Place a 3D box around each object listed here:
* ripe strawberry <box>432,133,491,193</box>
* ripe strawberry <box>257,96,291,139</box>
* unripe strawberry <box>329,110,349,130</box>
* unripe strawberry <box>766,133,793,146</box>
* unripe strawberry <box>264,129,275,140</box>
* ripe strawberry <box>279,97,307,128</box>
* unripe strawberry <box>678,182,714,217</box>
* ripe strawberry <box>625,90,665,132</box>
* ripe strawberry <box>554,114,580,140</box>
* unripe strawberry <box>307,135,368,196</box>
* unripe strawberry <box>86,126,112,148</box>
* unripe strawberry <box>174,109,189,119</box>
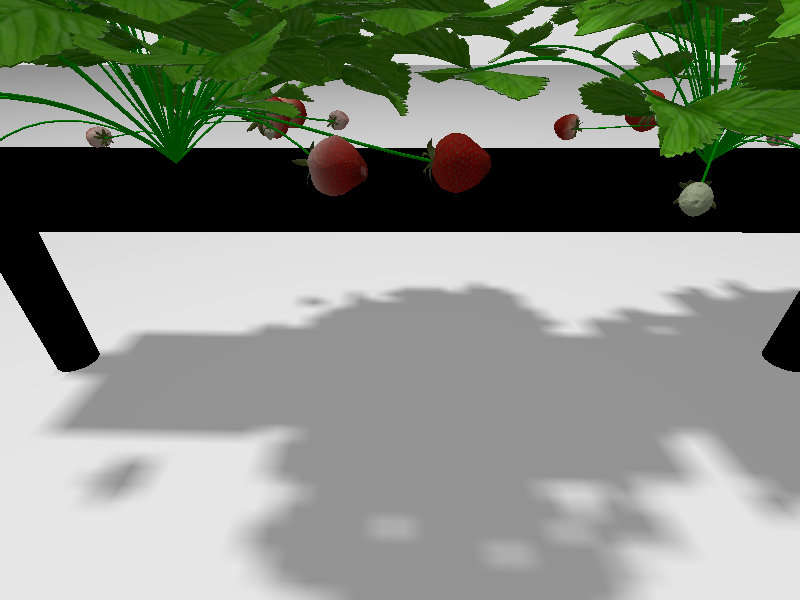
[{"bbox_3d":[0.041,-0.091,0.267,0.038,0.037,0.035,10,33,15],"label":"ripe strawberry"},{"bbox_3d":[-0.137,-0.201,0.438,0.042,0.044,0.046,12,33,19],"label":"ripe strawberry"},{"bbox_3d":[-0.072,-0.214,0.476,0.024,0.021,0.022,20,37,29],"label":"unripe strawberry"},{"bbox_3d":[0.373,-0.161,0.392,0.019,0.020,0.018,2,25,-36],"label":"unripe strawberry"},{"bbox_3d":[-0.136,-0.174,0.419,0.010,0.011,0.011,16,35,24],"label":"unripe strawberry"},{"bbox_3d":[-0.131,-0.225,0.478,0.043,0.037,0.043,10,33,16],"label":"ripe strawberry"},{"bbox_3d":[0.165,-0.055,0.224,0.016,0.018,0.018,21,51,30],"label":"unripe strawberry"},{"bbox_3d":[0.292,-0.227,0.479,0.043,0.045,0.046,5,32,9],"label":"ripe strawberry"},{"bbox_3d":[0.175,-0.183,0.422,0.022,0.025,0.024,-23,38,-32],"label":"ripe strawberry"},{"bbox_3d":[-0.038,-0.085,0.257,0.038,0.037,0.035,17,36,25],"label":"unripe strawberry"},{"bbox_3d":[-0.292,-0.158,0.388,0.022,0.019,0.022,17,36,27],"label":"unripe strawberry"},{"bbox_3d":[-0.255,-0.209,0.467,0.024,0.025,0.026,-12,17,-19],"label":"unripe strawberry"}]
